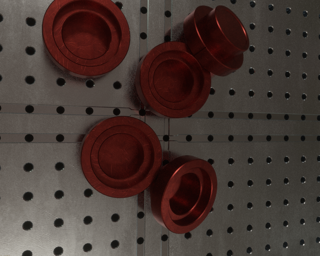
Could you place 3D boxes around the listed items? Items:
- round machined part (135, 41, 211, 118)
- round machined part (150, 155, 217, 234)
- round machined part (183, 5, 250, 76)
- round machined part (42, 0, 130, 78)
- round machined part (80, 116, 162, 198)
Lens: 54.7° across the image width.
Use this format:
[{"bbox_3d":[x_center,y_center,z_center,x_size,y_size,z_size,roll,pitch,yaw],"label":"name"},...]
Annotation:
[{"bbox_3d":[0.015,-0.061,0.410,0.099,0.042,0.097,0,90,-21],"label":"round machined part"},{"bbox_3d":[0.026,0.082,0.403,0.099,0.042,0.097,-11,108,-38],"label":"round machined part"},{"bbox_3d":[0.081,-0.121,0.411,0.099,0.042,0.098,22,55,-34],"label":"round machined part"},{"bbox_3d":[-0.089,-0.108,0.371,0.099,0.042,0.097,0,90,-21],"label":"round machined part"},{"bbox_3d":[-0.050,0.034,0.386,0.099,0.042,0.097,0,90,-20],"label":"round machined part"}]
